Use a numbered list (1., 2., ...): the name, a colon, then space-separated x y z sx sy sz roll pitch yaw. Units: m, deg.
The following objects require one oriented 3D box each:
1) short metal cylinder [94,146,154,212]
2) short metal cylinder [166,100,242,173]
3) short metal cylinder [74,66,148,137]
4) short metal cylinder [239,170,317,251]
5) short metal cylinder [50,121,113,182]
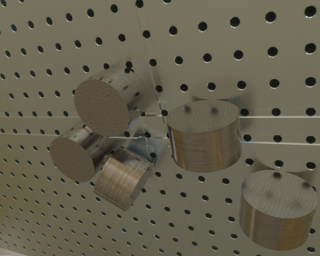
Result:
1. short metal cylinder: -0.050 0.072 0.445 0.050 0.080 0.079 29 128 9
2. short metal cylinder: 0.051 0.007 0.352 0.080 0.080 0.050 3 120 26
3. short metal cylinder: -0.063 -0.035 0.405 0.080 0.050 0.079 13 124 20
4. short metal cylinder: 0.135 0.093 0.362 0.080 0.080 0.050 10 123 22
5. short metal cylinder: -0.121 0.037 0.479 0.080 0.050 0.079 13 124 20
